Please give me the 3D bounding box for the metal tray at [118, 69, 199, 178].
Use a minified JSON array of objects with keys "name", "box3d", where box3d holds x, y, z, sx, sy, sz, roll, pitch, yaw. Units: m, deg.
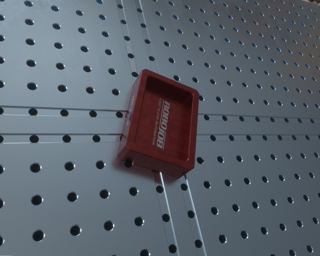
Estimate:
[{"name":"metal tray","box3d":[0.003,-0.009,0.411,0.090,0.030,0.130,20,54,-17]}]
